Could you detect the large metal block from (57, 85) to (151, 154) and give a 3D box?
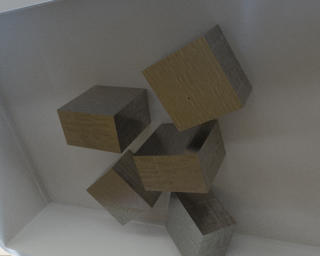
[{"bbox_3d":[-0.068,-0.015,0.398,0.080,0.080,0.050,7,122,24],"label":"large metal block"}]

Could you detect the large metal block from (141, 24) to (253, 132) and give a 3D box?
[{"bbox_3d":[0.041,-0.052,0.338,0.080,0.050,0.080,-23,107,36],"label":"large metal block"}]

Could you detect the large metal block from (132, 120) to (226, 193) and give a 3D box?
[{"bbox_3d":[0.027,0.033,0.378,0.080,0.080,0.050,-4,117,30],"label":"large metal block"}]

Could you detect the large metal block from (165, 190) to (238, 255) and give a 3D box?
[{"bbox_3d":[0.051,0.131,0.420,0.080,0.050,0.079,52,144,46],"label":"large metal block"}]

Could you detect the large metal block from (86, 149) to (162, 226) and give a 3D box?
[{"bbox_3d":[-0.052,0.092,0.475,0.080,0.050,0.080,46,129,-4],"label":"large metal block"}]
